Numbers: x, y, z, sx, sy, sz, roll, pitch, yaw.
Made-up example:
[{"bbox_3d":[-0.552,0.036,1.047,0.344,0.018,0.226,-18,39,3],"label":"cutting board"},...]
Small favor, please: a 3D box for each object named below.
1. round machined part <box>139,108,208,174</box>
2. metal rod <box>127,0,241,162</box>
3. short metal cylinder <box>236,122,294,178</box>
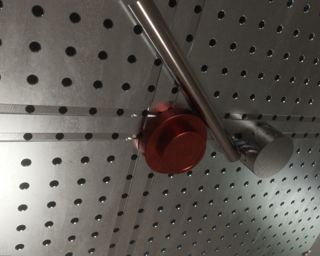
[{"bbox_3d":[0.025,0.025,0.431,0.099,0.042,0.097,-14,125,-21],"label":"round machined part"},{"bbox_3d":[0.049,-0.044,0.412,0.025,0.025,0.300,-40,130,-1],"label":"metal rod"},{"bbox_3d":[0.172,0.036,0.515,0.081,0.050,0.079,-14,124,-21],"label":"short metal cylinder"}]
